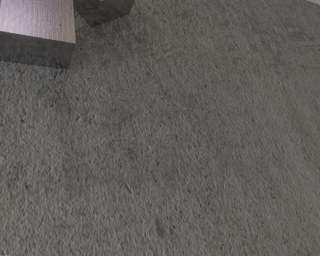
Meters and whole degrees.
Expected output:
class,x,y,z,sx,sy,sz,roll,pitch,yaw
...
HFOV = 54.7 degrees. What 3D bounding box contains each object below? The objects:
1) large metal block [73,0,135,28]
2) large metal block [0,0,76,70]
class,x,y,z,sx,sy,sz,roll,pitch,yaw
large metal block,-0.092,-0.208,0.465,0.080,0.050,0.080,48,51,5
large metal block,-0.152,-0.124,0.382,0.081,0.050,0.080,3,60,-27
